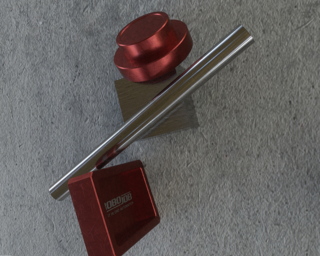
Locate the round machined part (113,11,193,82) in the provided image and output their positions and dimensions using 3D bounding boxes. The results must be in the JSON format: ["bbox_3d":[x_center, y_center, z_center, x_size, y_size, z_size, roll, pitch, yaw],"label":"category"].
[{"bbox_3d":[-0.014,-0.104,0.375,0.098,0.042,0.098,-17,41,16],"label":"round machined part"}]

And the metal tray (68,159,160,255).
[{"bbox_3d":[-0.047,0.090,0.369,0.030,0.130,0.090,-20,83,19],"label":"metal tray"}]

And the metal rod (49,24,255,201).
[{"bbox_3d":[-0.021,-0.008,0.362,0.300,0.025,0.025,-39,78,15],"label":"metal rod"}]

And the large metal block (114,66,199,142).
[{"bbox_3d":[-0.003,-0.030,0.396,0.080,0.050,0.080,-15,85,19],"label":"large metal block"}]
